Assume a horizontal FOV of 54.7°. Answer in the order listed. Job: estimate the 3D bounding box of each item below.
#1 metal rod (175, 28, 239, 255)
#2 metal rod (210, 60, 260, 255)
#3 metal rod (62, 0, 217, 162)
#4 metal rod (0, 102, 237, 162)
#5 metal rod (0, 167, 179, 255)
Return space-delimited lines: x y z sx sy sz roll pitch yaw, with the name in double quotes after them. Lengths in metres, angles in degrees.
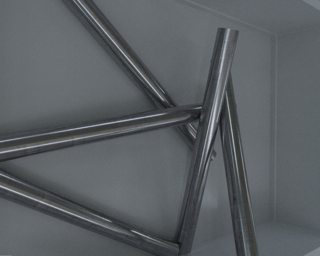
0.056 0.027 0.399 0.025 0.025 0.298 -2 108 -40 "metal rod"
0.092 0.049 0.379 0.025 0.025 0.299 11 67 -40 "metal rod"
-0.013 -0.054 0.395 0.300 0.025 0.025 48 62 -29 "metal rod"
-0.024 -0.006 0.363 0.303 0.025 0.025 -11 98 -32 "metal rod"
-0.085 0.094 0.335 0.301 0.025 0.025 36 68 -34 "metal rod"
